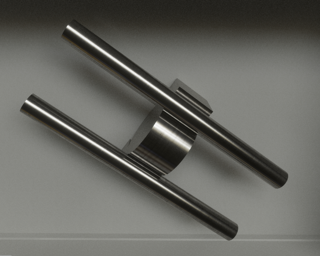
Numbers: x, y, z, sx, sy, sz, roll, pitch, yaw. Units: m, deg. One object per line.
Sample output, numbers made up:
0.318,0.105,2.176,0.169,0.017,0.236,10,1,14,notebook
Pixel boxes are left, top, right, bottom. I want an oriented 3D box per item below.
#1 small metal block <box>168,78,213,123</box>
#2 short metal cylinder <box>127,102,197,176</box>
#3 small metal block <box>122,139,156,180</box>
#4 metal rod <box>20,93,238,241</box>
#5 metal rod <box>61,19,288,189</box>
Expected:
0.035,-0.033,0.384,0.050,0.050,0.025,35,106,-12,small metal block
0.003,0.012,0.385,0.050,0.080,0.080,35,106,-12,short metal cylinder
-0.029,0.047,0.413,0.050,0.050,0.025,35,106,-12,small metal block
-0.027,0.054,0.377,0.301,0.025,0.025,34,106,-12,metal rod
0.027,-0.018,0.350,0.301,0.025,0.025,34,106,-12,metal rod
